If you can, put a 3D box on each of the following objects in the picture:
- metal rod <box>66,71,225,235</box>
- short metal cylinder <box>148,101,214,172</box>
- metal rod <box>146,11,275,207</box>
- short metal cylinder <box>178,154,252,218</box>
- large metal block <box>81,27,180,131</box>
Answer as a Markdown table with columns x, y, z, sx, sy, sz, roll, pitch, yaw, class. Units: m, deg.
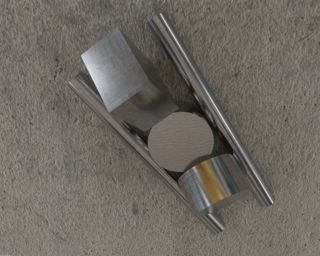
| x | y | z | sx | sy | sz | roll | pitch | yaw | class |
| --- | --- | --- | --- | --- | --- | --- | --- | --- | --- |
| -0.010 | 0.044 | 0.426 | 0.025 | 0.025 | 0.300 | -39 | 106 | 13 | metal rod |
| 0.025 | 0.010 | 0.401 | 0.081 | 0.050 | 0.079 | 0 | 110 | 0 | short metal cylinder |
| 0.075 | -0.012 | 0.407 | 0.025 | 0.025 | 0.299 | -31 | 108 | 10 | metal rod |
| 0.071 | 0.076 | 0.404 | 0.080 | 0.080 | 0.050 | -30 | 65 | 10 | short metal cylinder |
| -0.031 | -0.050 | 0.346 | 0.050 | 0.080 | 0.080 | -35 | 65 | 12 | large metal block |
